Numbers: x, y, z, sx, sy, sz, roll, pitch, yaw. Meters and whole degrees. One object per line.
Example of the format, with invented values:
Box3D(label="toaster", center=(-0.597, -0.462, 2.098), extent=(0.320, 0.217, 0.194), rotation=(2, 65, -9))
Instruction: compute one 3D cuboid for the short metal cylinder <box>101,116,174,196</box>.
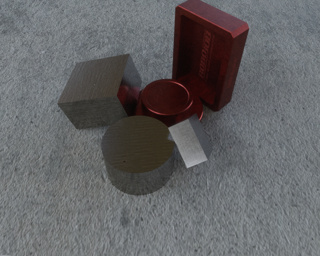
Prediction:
Box3D(label="short metal cylinder", center=(-0.025, 0.032, 0.362), extent=(0.081, 0.050, 0.080), rotation=(0, 50, 0))

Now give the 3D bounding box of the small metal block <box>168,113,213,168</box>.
Box3D(label="small metal block", center=(0.038, 0.013, 0.364), extent=(0.025, 0.050, 0.050), rotation=(-25, 92, 19))

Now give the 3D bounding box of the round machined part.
Box3D(label="round machined part", center=(0.009, -0.029, 0.420), extent=(0.099, 0.042, 0.098), rotation=(0, 50, 0))

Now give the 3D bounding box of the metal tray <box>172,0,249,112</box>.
Box3D(label="metal tray", center=(0.060, -0.094, 0.414), extent=(0.030, 0.129, 0.090), rotation=(-37, 60, -27))

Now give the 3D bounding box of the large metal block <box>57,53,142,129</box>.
Box3D(label="large metal block", center=(-0.076, -0.048, 0.412), extent=(0.080, 0.050, 0.080), rotation=(-6, 48, 17))
